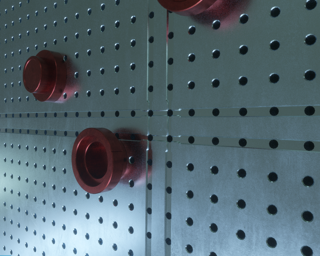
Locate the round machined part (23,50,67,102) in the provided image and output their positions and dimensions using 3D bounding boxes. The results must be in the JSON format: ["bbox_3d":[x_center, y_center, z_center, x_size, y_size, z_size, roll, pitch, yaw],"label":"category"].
[{"bbox_3d":[-0.222,-0.099,0.584,0.098,0.042,0.097,0,90,40],"label":"round machined part"}]

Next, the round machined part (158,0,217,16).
[{"bbox_3d":[0.042,-0.181,0.365,0.098,0.042,0.097,0,90,40],"label":"round machined part"}]

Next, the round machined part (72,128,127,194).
[{"bbox_3d":[-0.088,0.048,0.473,0.098,0.042,0.097,0,90,40],"label":"round machined part"}]
